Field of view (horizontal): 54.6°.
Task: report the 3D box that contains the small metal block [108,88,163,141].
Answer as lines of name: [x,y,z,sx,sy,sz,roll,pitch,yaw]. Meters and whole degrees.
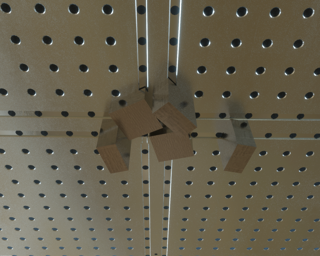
small metal block: [-0.030,-0.017,0.397,0.050,0.025,0.050,-21,127,16]

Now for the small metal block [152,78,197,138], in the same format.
small metal block: [0.017,-0.024,0.374,0.025,0.050,0.050,-35,122,26]

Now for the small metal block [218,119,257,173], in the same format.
small metal block: [0.102,0.024,0.416,0.025,0.050,0.050,10,130,-8]

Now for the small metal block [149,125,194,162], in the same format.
small metal block: [0.016,0.017,0.426,0.050,0.025,0.050,-11,129,9]

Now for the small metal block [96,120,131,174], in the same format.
small metal block: [-0.060,0.024,0.415,0.025,0.050,0.050,-11,129,9]
